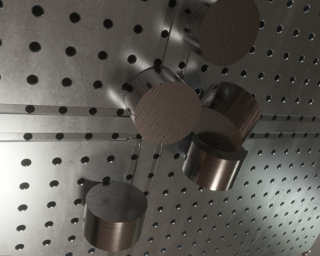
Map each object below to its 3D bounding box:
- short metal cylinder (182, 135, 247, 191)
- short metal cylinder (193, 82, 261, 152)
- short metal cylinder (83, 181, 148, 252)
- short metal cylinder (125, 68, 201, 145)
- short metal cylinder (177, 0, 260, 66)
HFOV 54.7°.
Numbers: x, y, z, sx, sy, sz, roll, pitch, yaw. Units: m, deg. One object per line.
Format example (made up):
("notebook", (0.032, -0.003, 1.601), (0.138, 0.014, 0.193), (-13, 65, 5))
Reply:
("short metal cylinder", (0.078, 0.046, 0.449), (0.081, 0.080, 0.050), (1, 118, -29))
("short metal cylinder", (0.083, -0.014, 0.406), (0.050, 0.080, 0.080), (-49, 134, -26))
("short metal cylinder", (-0.061, 0.116, 0.416), (0.081, 0.080, 0.050), (-3, 120, -28))
("short metal cylinder", (0.002, -0.027, 0.375), (0.081, 0.050, 0.079), (-9, 120, -15))
("short metal cylinder", (0.067, -0.118, 0.360), (0.081, 0.050, 0.079), (-14, 125, -21))
